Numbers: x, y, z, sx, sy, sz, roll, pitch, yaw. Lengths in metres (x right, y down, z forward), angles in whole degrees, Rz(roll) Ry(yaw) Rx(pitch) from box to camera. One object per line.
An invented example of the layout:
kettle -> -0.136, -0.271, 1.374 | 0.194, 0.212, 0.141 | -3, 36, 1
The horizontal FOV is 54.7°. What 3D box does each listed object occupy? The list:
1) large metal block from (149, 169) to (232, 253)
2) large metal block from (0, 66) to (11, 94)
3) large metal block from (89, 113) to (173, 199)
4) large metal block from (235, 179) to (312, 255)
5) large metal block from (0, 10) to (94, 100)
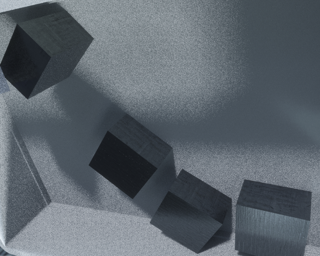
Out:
large metal block -> 0.042, 0.119, 0.442 | 0.080, 0.050, 0.079 | 31, 128, 8
large metal block -> -0.221, -0.078, 0.357 | 0.080, 0.050, 0.079 | 23, 132, 52
large metal block -> -0.043, 0.041, 0.438 | 0.080, 0.050, 0.080 | 37, 129, 2
large metal block -> 0.141, 0.119, 0.391 | 0.080, 0.050, 0.079 | 8, 122, 24
large metal block -> -0.142, -0.093, 0.389 | 0.050, 0.080, 0.080 | 45, 129, -4
